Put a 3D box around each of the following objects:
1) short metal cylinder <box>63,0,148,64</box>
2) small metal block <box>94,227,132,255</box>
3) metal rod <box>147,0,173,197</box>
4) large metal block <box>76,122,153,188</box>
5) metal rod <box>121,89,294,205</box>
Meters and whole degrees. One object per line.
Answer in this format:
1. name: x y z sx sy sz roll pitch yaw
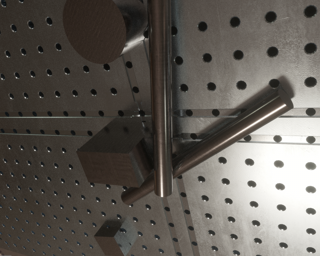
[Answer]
1. short metal cylinder: -0.061 -0.119 0.352 0.080 0.050 0.079 13 124 20
2. small metal block: -0.090 0.217 0.590 0.050 0.025 0.050 -11 113 32
3. metal rod: 0.001 -0.048 0.361 0.025 0.025 0.298 10 117 23
4. large metal block: -0.050 0.033 0.421 0.080 0.080 0.050 0 118 28
5. metal rod: 0.039 0.042 0.415 0.025 0.025 0.299 47 129 -6
